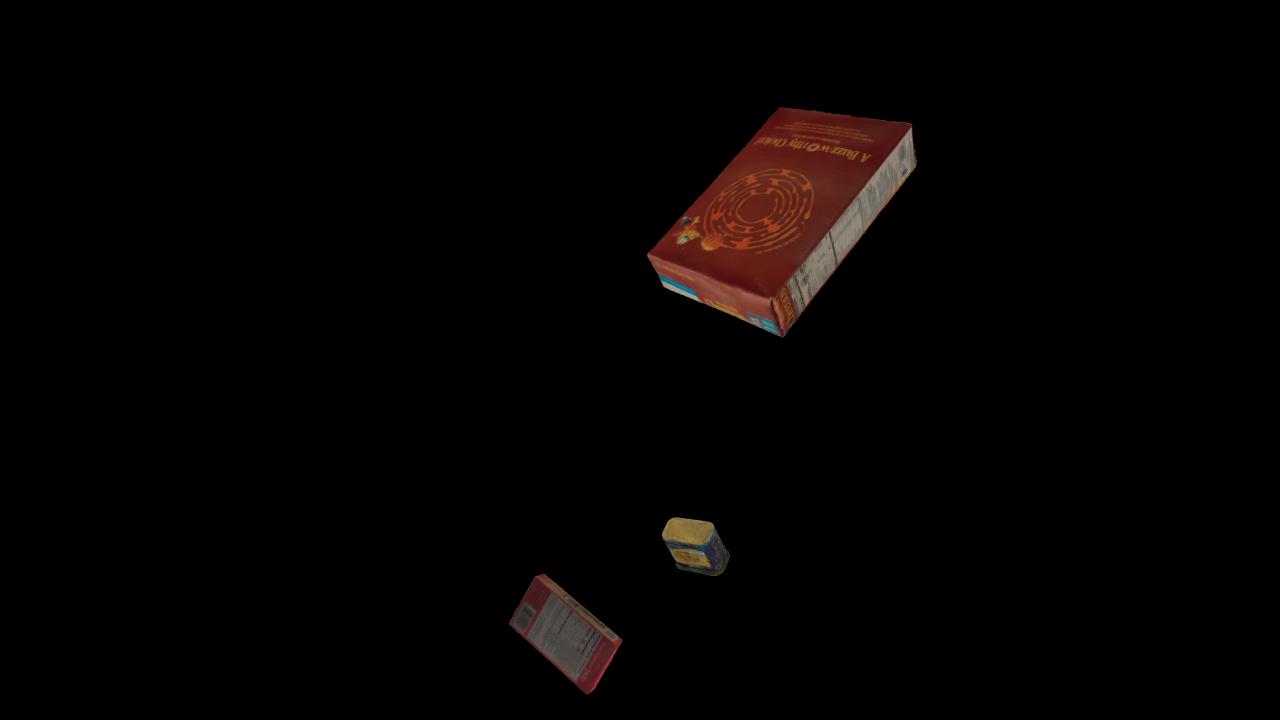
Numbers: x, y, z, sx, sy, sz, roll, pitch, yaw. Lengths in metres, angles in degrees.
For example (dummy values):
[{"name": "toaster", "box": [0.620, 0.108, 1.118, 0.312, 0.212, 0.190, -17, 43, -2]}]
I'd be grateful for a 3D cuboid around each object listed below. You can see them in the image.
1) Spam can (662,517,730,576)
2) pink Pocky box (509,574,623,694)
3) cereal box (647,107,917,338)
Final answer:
[{"name": "Spam can", "box": [0.098, 0.332, 1.102, 0.101, 0.085, 0.058, -3, 38, 35]}, {"name": "pink Pocky box", "box": [-0.107, 0.387, 0.876, 0.155, 0.084, 0.029, 31, 5, 23]}, {"name": "cereal box", "box": [0.180, -0.190, 0.791, 0.203, 0.306, 0.081, 28, -18, 40]}]
